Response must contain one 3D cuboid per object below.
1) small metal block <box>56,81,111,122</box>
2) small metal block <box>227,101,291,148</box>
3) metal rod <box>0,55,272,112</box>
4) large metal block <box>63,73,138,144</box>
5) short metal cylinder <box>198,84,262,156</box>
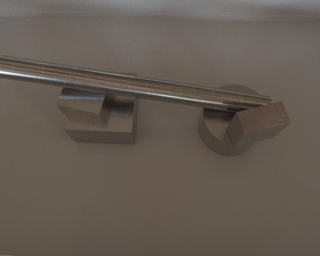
[{"bbox_3d":[-0.087,-0.039,0.368,0.050,0.025,0.050,12,70,4],"label":"small metal block"},{"bbox_3d":[0.107,-0.003,0.343,0.050,0.050,0.025,-14,71,-5],"label":"small metal block"},{"bbox_3d":[-0.023,-0.046,0.350,0.302,0.025,0.025,8,70,-6],"label":"metal rod"},{"bbox_3d":[-0.072,-0.026,0.402,0.081,0.050,0.080,3,70,0],"label":"large metal block"},{"bbox_3d":[0.093,-0.009,0.399,0.081,0.050,0.080,0,70,0],"label":"short metal cylinder"}]
